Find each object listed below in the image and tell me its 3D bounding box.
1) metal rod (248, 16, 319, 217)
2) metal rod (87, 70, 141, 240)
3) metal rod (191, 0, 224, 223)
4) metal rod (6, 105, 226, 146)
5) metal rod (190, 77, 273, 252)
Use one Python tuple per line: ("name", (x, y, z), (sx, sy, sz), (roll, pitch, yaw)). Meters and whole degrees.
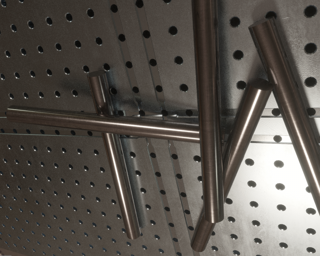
("metal rod", (0.163, 0.025, 0.340), (0.025, 0.025, 0.299), (-16, 111, 34))
("metal rod", (-0.065, 0.058, 0.479), (0.025, 0.025, 0.298), (6, 121, 25))
("metal rod", (0.054, -0.027, 0.339), (0.025, 0.025, 0.298), (4, 113, 26))
("metal rod", (-0.067, -0.005, 0.411), (0.301, 0.025, 0.025), (6, 122, 14))
("metal rod", (0.081, 0.071, 0.400), (0.025, 0.025, 0.298), (22, 130, 15))
